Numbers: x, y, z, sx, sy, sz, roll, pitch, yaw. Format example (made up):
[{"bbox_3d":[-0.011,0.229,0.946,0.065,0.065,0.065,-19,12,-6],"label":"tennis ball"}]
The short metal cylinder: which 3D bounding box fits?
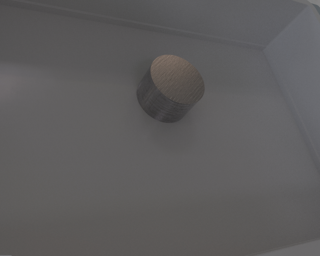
[{"bbox_3d":[0.014,-0.054,0.430,0.081,0.050,0.080,13,56,-21],"label":"short metal cylinder"}]
